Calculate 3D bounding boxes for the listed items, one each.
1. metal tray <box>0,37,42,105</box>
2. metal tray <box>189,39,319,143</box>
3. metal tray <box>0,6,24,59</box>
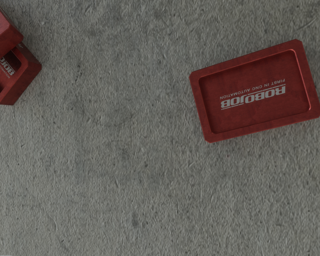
[{"bbox_3d":[-0.261,-0.111,0.498,0.090,0.030,0.130,-46,76,14],"label":"metal tray"},{"bbox_3d":[0.109,-0.040,0.367,0.130,0.030,0.090,-15,85,19],"label":"metal tray"},{"bbox_3d":[-0.279,-0.153,0.478,0.090,0.030,0.130,-41,64,-3],"label":"metal tray"}]
